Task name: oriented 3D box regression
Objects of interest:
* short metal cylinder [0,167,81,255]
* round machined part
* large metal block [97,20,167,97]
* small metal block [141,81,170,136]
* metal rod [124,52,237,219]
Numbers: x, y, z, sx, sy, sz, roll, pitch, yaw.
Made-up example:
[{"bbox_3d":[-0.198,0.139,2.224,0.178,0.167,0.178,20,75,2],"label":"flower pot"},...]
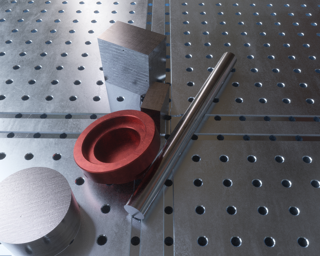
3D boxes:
[{"bbox_3d":[-0.126,0.087,0.317,0.081,0.050,0.080,0,50,0],"label":"short metal cylinder"},{"bbox_3d":[-0.046,0.026,0.362,0.098,0.042,0.098,-11,41,11],"label":"round machined part"},{"bbox_3d":[-0.038,-0.100,0.455,0.080,0.080,0.050,23,54,17],"label":"large metal block"},{"bbox_3d":[-0.006,-0.026,0.413,0.025,0.050,0.050,11,51,9],"label":"small metal block"},{"bbox_3d":[0.043,-0.011,0.417,0.025,0.025,0.301,22,53,17],"label":"metal rod"}]
